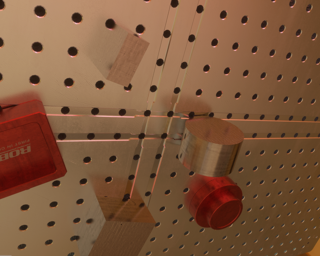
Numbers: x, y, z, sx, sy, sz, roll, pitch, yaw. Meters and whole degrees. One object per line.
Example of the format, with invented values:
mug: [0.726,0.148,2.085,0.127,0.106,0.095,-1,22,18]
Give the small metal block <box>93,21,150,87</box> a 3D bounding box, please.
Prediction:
small metal block: [-0.042,-0.078,0.324,0.025,0.050,0.050,18,109,-35]

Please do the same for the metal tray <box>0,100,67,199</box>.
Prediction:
metal tray: [-0.177,0.032,0.330,0.131,0.030,0.089,-19,126,-17]

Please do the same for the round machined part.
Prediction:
round machined part: [0.105,0.139,0.543,0.099,0.042,0.097,-14,124,-21]

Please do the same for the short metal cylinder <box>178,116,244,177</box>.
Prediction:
short metal cylinder: [0.069,0.023,0.428,0.081,0.080,0.050,-4,120,-27]

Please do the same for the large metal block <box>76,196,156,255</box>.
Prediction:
large metal block: [-0.065,0.150,0.452,0.081,0.050,0.080,15,111,-35]
